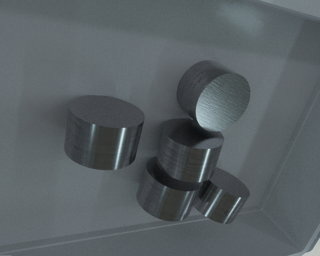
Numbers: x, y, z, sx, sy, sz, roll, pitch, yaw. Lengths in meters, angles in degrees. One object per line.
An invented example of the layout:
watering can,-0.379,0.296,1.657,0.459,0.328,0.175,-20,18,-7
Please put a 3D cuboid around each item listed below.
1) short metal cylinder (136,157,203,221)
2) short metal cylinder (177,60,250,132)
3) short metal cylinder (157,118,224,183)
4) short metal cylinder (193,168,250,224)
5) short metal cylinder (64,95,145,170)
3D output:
short metal cylinder,0.013,0.083,0.431,0.081,0.080,0.050,5,116,-31
short metal cylinder,0.069,-0.042,0.404,0.081,0.050,0.079,-14,124,-21
short metal cylinder,0.039,0.028,0.411,0.081,0.080,0.050,-4,120,-27
short metal cylinder,0.093,0.104,0.488,0.081,0.080,0.050,14,111,-34
short metal cylinder,-0.061,0.003,0.341,0.081,0.080,0.050,0,118,-29
